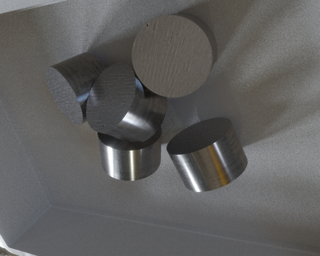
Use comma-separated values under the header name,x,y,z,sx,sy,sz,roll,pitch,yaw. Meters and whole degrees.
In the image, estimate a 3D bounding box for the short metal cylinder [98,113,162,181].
name,x,y,z,sx,sy,sz,roll,pitch,yaw
short metal cylinder,-0.038,0.023,0.406,0.080,0.080,0.050,16,129,19

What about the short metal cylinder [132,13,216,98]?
name,x,y,z,sx,sy,sz,roll,pitch,yaw
short metal cylinder,0.017,-0.077,0.325,0.080,0.050,0.079,5,113,13

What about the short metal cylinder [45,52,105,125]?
name,x,y,z,sx,sy,sz,roll,pitch,yaw
short metal cylinder,-0.102,-0.050,0.398,0.080,0.050,0.079,34,143,32

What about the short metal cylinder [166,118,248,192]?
name,x,y,z,sx,sy,sz,roll,pitch,yaw
short metal cylinder,0.055,0.029,0.362,0.080,0.080,0.050,-14,111,34

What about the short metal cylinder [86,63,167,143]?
name,x,y,z,sx,sy,sz,roll,pitch,yaw
short metal cylinder,-0.039,-0.027,0.353,0.080,0.080,0.050,-20,151,35
